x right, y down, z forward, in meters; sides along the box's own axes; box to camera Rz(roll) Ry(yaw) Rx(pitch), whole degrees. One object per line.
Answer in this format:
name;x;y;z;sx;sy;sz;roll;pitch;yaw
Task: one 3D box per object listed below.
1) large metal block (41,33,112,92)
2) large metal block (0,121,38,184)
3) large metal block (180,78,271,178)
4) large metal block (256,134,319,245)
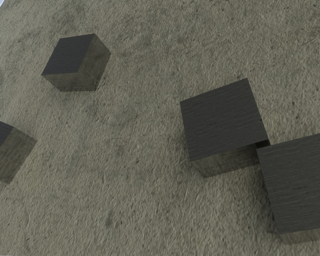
large metal block;-0.141;-0.110;0.530;0.080;0.050;0.080;2;63;29
large metal block;-0.263;0.035;0.505;0.080;0.050;0.080;16;70;34
large metal block;0.074;0.001;0.348;0.080;0.050;0.080;-19;54;17
large metal block;0.141;0.054;0.280;0.080;0.050;0.080;-17;55;18
